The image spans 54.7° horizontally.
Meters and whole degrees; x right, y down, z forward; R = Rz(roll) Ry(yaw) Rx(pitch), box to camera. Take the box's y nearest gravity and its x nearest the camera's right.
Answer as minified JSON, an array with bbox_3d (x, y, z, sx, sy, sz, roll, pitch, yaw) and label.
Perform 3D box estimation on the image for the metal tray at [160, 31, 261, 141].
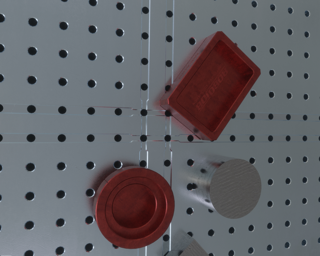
[{"bbox_3d":[0.073,-0.058,0.436,0.090,0.030,0.130,39,77,-16],"label":"metal tray"}]

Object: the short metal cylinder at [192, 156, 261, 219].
[{"bbox_3d":[0.093,0.080,0.434,0.081,0.050,0.079,0,90,-20],"label":"short metal cylinder"}]

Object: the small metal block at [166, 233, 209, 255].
[{"bbox_3d":[0.040,0.185,0.428,0.050,0.025,0.050,-43,104,-15],"label":"small metal block"}]

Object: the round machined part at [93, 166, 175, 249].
[{"bbox_3d":[-0.035,0.096,0.391,0.099,0.042,0.097,0,90,-20],"label":"round machined part"}]
